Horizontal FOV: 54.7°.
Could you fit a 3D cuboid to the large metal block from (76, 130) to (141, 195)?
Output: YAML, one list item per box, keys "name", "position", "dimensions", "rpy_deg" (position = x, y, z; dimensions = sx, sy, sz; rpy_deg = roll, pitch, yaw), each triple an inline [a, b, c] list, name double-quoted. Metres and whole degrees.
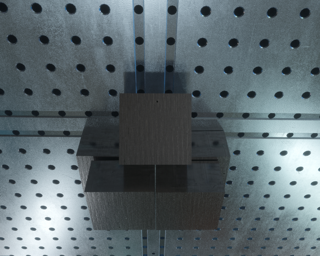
- name: "large metal block"
  position: [-0.068, 0.050, 0.438]
  dimensions: [0.081, 0.050, 0.079]
  rpy_deg: [1, 130, -2]

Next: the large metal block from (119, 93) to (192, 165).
- name: "large metal block"
  position: [-0.005, 0.002, 0.370]
  dimensions: [0.081, 0.050, 0.080]
  rpy_deg: [0, 88, -1]

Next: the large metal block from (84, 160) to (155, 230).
- name: "large metal block"
  position: [-0.047, 0.087, 0.400]
  dimensions: [0.081, 0.050, 0.079]
  rpy_deg: [0, 130, -1]

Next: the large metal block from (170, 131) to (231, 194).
- name: "large metal block"
  position: [0.050, 0.051, 0.439]
  dimensions: [0.081, 0.050, 0.079]
  rpy_deg: [-1, 130, 0]

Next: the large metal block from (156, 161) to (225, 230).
- name: "large metal block"
  position: [0.035, 0.089, 0.403]
  dimensions: [0.081, 0.050, 0.079]
  rpy_deg: [0, 130, -1]
